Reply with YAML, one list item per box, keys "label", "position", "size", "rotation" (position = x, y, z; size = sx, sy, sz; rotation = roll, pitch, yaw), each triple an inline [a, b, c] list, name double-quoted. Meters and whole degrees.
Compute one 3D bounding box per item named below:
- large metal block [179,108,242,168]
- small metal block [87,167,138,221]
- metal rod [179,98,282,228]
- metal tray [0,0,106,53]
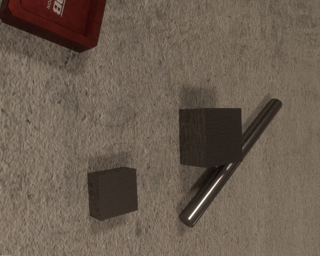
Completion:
- label: "large metal block"
  position: [0.075, 0.012, 0.454]
  size: [0.081, 0.050, 0.079]
  rotation: [-3, 92, -40]
- label: "small metal block"
  position: [-0.054, 0.075, 0.361]
  size: [0.050, 0.025, 0.050]
  rotation: [-5, 93, -40]
- label: "metal rod"
  position: [0.130, 0.043, 0.516]
  size: [0.301, 0.025, 0.025]
  rotation: [-44, 117, -31]
- label: "metal tray"
  position: [-0.100, -0.155, 0.318]
  size: [0.091, 0.030, 0.129]
  rotation: [16, 80, -39]
